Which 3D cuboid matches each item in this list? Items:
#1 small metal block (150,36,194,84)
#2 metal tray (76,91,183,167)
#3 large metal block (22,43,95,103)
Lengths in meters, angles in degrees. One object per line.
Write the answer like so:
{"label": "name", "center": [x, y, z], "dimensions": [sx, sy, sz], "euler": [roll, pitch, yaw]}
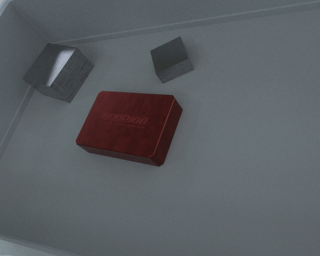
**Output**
{"label": "small metal block", "center": [0.017, -0.100, 0.457], "dimensions": [0.050, 0.025, 0.050], "euler": [-23, 53, 14]}
{"label": "metal tray", "center": [-0.044, -0.003, 0.426], "dimensions": [0.130, 0.030, 0.090], "euler": [7, 65, 31]}
{"label": "large metal block", "center": [-0.176, -0.097, 0.539], "dimensions": [0.080, 0.050, 0.080], "euler": [17, 70, 34]}
